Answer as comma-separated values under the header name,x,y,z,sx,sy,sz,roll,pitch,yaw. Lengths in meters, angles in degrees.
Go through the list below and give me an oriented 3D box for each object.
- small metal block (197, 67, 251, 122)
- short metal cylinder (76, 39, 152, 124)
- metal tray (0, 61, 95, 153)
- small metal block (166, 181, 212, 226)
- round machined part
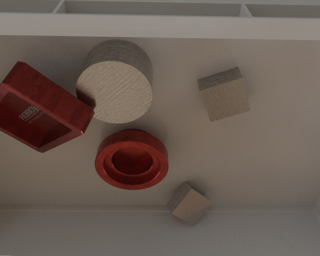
name,x,y,z,sx,sy,sz,roll,pitch,yaw
small metal block,0.078,-0.040,0.376,0.050,0.025,0.050,-16,129,13
short metal cylinder,-0.049,-0.052,0.348,0.081,0.050,0.079,-1,130,0
metal tray,-0.145,-0.016,0.354,0.090,0.030,0.130,37,147,-26
small metal block,0.047,0.122,0.501,0.050,0.025,0.050,37,92,-28
round machined part,-0.038,0.039,0.431,0.099,0.042,0.097,-1,130,0
